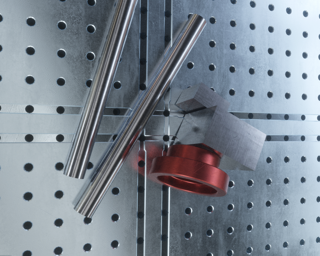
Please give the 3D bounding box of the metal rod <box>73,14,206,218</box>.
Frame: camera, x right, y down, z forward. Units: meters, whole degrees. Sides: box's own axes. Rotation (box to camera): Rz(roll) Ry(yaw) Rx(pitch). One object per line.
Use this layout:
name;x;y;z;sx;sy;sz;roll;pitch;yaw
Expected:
metal rod;-0.020;-0.024;0.405;0.025;0.025;0.300;34;79;-17

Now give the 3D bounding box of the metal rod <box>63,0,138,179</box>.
metal rod;-0.064;-0.085;0.389;0.025;0.025;0.299;18;84;-20

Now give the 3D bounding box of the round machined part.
round machined part;0.039;0.052;0.391;0.099;0.098;0.042;23;69;-19

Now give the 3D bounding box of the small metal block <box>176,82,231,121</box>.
small metal block;0.058;-0.033;0.421;0.050;0.050;0.025;33;73;-17

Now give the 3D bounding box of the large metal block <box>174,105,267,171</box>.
large metal block;0.076;0.017;0.410;0.080;0.080;0.050;28;74;-18
